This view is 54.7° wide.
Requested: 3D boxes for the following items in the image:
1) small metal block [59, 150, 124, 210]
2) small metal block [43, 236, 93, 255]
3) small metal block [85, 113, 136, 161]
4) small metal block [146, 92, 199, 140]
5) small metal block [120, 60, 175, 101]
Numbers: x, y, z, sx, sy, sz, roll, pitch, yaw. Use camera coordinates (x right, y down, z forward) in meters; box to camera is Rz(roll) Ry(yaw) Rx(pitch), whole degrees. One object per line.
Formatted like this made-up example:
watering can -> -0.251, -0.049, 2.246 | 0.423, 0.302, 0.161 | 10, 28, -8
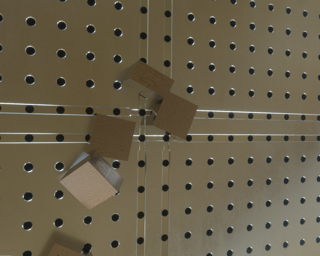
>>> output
small metal block -> -0.081, 0.063, 0.370 | 0.050, 0.025, 0.050 | -34, 105, 23
small metal block -> -0.116, 0.166, 0.371 | 0.050, 0.025, 0.050 | 31, 80, -18
small metal block -> -0.062, 0.012, 0.390 | 0.050, 0.025, 0.050 | 13, 86, -20
small metal block -> 0.017, -0.017, 0.420 | 0.050, 0.025, 0.050 | 24, 82, -19
small metal block -> -0.017, -0.058, 0.394 | 0.050, 0.050, 0.025 | 28, 81, -18
